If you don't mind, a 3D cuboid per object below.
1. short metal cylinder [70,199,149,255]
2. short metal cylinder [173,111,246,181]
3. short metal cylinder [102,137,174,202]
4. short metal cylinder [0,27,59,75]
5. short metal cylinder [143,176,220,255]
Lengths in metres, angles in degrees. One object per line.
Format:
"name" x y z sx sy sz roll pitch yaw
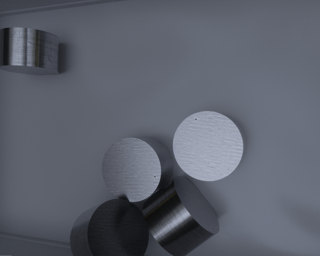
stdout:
"short metal cylinder" -0.061 0.131 0.377 0.050 0.081 0.080 -33 78 46
"short metal cylinder" 0.062 0.020 0.375 0.080 0.050 0.079 0 90 19
"short metal cylinder" -0.028 0.052 0.406 0.080 0.050 0.079 0 90 19
"short metal cylinder" -0.187 -0.108 0.446 0.080 0.080 0.050 2 91 19
"short metal cylinder" 0.026 0.105 0.372 0.050 0.080 0.080 -42 77 15
